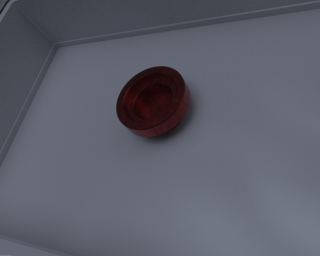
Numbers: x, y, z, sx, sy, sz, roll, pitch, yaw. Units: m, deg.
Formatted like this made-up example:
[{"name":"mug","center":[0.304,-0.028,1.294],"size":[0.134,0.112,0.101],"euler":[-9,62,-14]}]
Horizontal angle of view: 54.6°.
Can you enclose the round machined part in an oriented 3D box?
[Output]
[{"name":"round machined part","center":[-0.006,-0.031,0.414],"size":[0.098,0.042,0.098],"euler":[-13,56,21]}]
